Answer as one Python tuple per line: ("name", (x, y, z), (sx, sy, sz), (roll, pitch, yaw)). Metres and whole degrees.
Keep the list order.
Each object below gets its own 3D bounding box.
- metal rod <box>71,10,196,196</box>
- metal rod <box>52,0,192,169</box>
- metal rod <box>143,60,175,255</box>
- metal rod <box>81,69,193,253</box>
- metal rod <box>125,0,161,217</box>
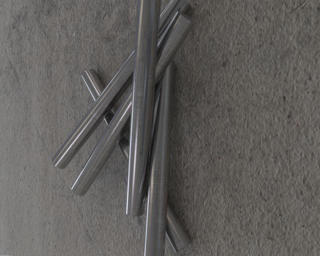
("metal rod", (-0.048, -0.014, 0.409), (0.025, 0.025, 0.298), (51, 121, 28))
("metal rod", (-0.063, -0.052, 0.431), (0.299, 0.025, 0.025), (-49, 61, 19))
("metal rod", (-0.002, 0.062, 0.381), (0.025, 0.025, 0.298), (-3, 81, 40))
("metal rod", (-0.043, 0.031, 0.440), (0.025, 0.025, 0.299), (-46, 63, 30))
("metal rod", (-0.020, -0.033, 0.360), (0.025, 0.025, 0.298), (19, 112, 38))
